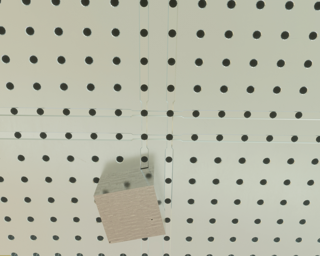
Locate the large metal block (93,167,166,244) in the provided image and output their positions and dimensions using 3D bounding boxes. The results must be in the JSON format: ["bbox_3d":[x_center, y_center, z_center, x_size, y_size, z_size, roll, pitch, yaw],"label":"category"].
[{"bbox_3d":[-0.040,0.109,0.440,0.080,0.050,0.080,-11,110,4],"label":"large metal block"}]
